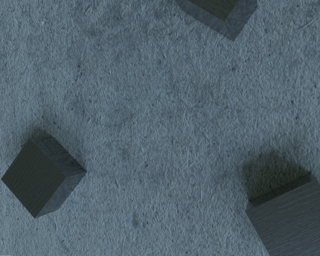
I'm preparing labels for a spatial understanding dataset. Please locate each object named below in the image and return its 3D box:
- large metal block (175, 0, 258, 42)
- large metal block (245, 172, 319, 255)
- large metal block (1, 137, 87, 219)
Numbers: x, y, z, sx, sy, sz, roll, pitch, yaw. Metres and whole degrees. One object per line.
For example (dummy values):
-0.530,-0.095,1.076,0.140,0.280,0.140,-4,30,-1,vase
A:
0.062,-0.152,0.358,0.080,0.080,0.050,37,102,16,large metal block
0.153,0.106,0.342,0.080,0.050,0.080,-31,80,17,large metal block
-0.170,0.070,0.456,0.080,0.050,0.080,42,103,15,large metal block
